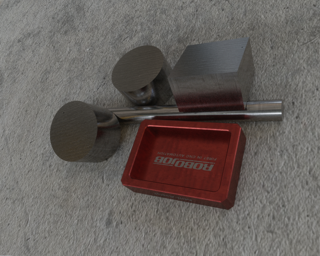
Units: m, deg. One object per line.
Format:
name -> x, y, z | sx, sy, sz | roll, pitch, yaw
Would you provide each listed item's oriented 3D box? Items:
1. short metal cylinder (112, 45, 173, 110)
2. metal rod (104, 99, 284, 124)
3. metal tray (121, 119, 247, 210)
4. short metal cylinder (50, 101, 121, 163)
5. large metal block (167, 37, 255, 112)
short metal cylinder -> -0.021, -0.071, 0.444 | 0.080, 0.050, 0.080 | -13, 56, 20
metal rod -> 0.004, -0.019, 0.416 | 0.300, 0.025, 0.025 | -1, 62, 27
metal tray -> 0.027, 0.038, 0.364 | 0.130, 0.030, 0.090 | 4, 63, 29
short metal cylinder -> -0.101, 0.007, 0.423 | 0.080, 0.050, 0.080 | -4, 80, 27
large metal block -> 0.066, -0.065, 0.379 | 0.080, 0.050, 0.080 | -1, 40, 28
